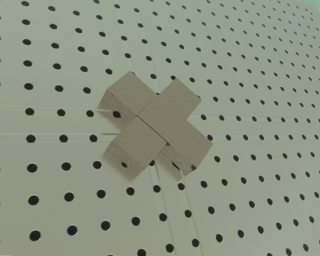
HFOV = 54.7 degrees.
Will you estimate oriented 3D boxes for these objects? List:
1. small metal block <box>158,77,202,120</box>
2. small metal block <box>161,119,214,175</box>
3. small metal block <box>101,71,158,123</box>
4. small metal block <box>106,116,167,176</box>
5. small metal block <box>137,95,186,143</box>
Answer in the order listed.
[{"bbox_3d":[0.025,-0.037,0.445,0.050,0.025,0.050,42,51,0],"label":"small metal block"},{"bbox_3d":[0.036,0.025,0.413,0.050,0.025,0.050,42,51,0],"label":"small metal block"},{"bbox_3d":[-0.040,-0.041,0.413,0.050,0.025,0.050,42,51,0],"label":"small metal block"},{"bbox_3d":[-0.028,0.021,0.381,0.050,0.025,0.050,42,51,0],"label":"small metal block"},{"bbox_3d":[-0.002,-0.008,0.412,0.050,0.025,0.050,42,51,0],"label":"small metal block"}]
